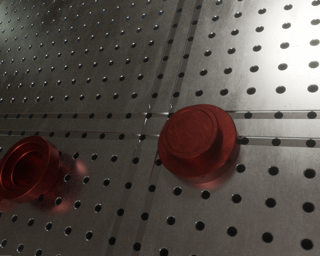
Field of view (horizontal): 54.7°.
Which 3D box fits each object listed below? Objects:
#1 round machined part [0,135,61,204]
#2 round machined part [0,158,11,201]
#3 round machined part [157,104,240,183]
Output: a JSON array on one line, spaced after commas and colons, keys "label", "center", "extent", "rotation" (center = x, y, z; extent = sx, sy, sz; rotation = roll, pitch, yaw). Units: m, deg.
[{"label": "round machined part", "center": [-0.187, 0.063, 0.454], "extent": [0.098, 0.042, 0.098], "rotation": [-13, 56, 20]}, {"label": "round machined part", "center": [-0.292, 0.088, 0.494], "extent": [0.098, 0.042, 0.098], "rotation": [-13, 56, 20]}, {"label": "round machined part", "center": [0.041, 0.012, 0.367], "extent": [0.098, 0.042, 0.098], "rotation": [-13, 56, 20]}]
